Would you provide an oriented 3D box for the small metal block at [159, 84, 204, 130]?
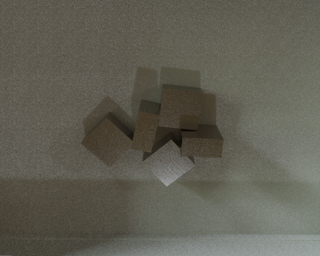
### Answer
[{"bbox_3d":[0.026,-0.027,0.400,0.050,0.025,0.050,6,110,-3],"label":"small metal block"}]

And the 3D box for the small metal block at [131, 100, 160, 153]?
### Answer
[{"bbox_3d":[-0.018,-0.003,0.394,0.025,0.050,0.050,12,110,-5],"label":"small metal block"}]

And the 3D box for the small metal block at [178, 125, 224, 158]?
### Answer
[{"bbox_3d":[0.052,0.016,0.402,0.050,0.050,0.025,3,110,-2],"label":"small metal block"}]

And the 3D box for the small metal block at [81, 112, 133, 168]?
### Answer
[{"bbox_3d":[-0.068,0.016,0.414,0.050,0.025,0.050,-43,105,14],"label":"small metal block"}]

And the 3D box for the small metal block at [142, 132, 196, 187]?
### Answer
[{"bbox_3d":[0.012,0.043,0.425,0.050,0.025,0.050,-39,106,12],"label":"small metal block"}]
